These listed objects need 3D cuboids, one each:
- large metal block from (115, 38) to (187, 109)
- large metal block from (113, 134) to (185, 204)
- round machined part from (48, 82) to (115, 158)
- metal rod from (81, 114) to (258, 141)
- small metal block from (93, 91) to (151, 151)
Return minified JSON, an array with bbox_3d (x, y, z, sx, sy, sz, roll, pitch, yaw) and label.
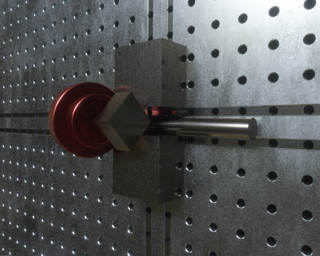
[{"bbox_3d":[-0.013,-0.066,0.404,0.080,0.050,0.079,1,91,40],"label":"large metal block"},{"bbox_3d":[-0.016,0.048,0.406,0.080,0.050,0.079,2,91,40],"label":"large metal block"},{"bbox_3d":[-0.087,-0.010,0.396,0.042,0.099,0.097,7,95,54],"label":"round machined part"},{"bbox_3d":[-0.017,-0.004,0.423,0.300,0.025,0.025,3,92,40],"label":"metal rod"},{"bbox_3d":[-0.044,-0.008,0.372,0.025,0.050,0.050,1,47,40],"label":"small metal block"}]
